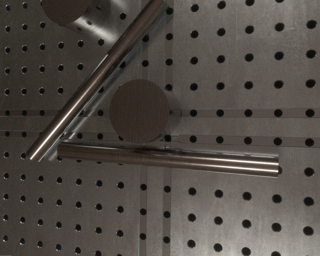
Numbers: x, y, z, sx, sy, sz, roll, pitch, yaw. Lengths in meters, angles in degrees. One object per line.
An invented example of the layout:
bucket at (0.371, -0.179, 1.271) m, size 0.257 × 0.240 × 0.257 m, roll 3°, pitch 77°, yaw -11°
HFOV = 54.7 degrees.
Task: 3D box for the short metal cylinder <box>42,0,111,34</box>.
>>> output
short metal cylinder at (-0.118, -0.180, 0.439) m, size 0.080 × 0.050 × 0.079 m, roll 0°, pitch 90°, yaw 19°

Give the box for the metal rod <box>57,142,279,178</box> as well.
metal rod at (-0.004, 0.040, 0.412) m, size 0.301 × 0.025 × 0.025 m, roll 3°, pitch 91°, yaw 19°

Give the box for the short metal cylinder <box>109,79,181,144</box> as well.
short metal cylinder at (-0.018, -0.021, 0.405) m, size 0.080 × 0.050 × 0.079 m, roll 0°, pitch 90°, yaw 19°

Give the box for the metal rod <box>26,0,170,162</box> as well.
metal rod at (-0.096, -0.063, 0.445) m, size 0.025 × 0.025 × 0.299 m, roll 46°, pitch 104°, yaw 14°
